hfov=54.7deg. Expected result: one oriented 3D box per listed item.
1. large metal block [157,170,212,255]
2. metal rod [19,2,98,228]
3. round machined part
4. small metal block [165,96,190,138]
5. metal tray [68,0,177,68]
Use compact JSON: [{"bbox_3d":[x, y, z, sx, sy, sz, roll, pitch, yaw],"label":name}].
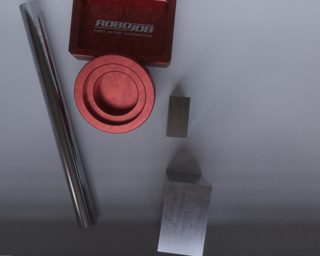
[{"bbox_3d":[0.027,0.101,0.384,0.050,0.080,0.080,8,90,0],"label":"large metal block"},{"bbox_3d":[-0.134,-0.016,0.409,0.025,0.025,0.298,-15,90,0],"label":"metal rod"},{"bbox_3d":[-0.054,-0.045,0.393,0.099,0.042,0.097,1,107,3],"label":"round machined part"},{"bbox_3d":[0.022,-0.013,0.399,0.025,0.050,0.050,5,90,0],"label":"small metal block"},{"bbox_3d":[-0.048,-0.132,0.408,0.131,0.030,0.089,5,90,-1],"label":"metal tray"}]
